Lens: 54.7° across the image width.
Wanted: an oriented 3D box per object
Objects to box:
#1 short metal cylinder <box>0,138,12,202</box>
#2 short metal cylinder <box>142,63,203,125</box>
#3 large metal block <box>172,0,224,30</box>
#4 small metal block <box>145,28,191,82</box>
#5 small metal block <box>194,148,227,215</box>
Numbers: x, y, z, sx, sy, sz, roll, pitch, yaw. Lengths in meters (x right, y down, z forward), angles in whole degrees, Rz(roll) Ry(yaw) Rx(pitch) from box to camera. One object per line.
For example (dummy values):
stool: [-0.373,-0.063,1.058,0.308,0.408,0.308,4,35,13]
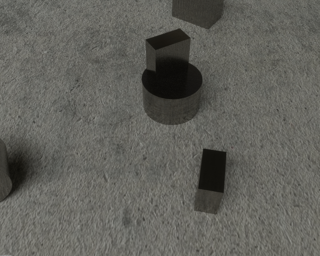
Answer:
short metal cylinder: [-0.204,0.047,0.327,0.081,0.080,0.050,-19,53,-15]
short metal cylinder: [0.016,-0.050,0.430,0.081,0.050,0.080,0,50,0]
large metal block: [0.071,-0.241,0.571,0.080,0.080,0.050,28,56,21]
small metal block: [0.010,-0.094,0.402,0.050,0.050,0.025,-24,54,-19]
small metal block: [0.055,0.059,0.338,0.025,0.050,0.050,8,51,7]
